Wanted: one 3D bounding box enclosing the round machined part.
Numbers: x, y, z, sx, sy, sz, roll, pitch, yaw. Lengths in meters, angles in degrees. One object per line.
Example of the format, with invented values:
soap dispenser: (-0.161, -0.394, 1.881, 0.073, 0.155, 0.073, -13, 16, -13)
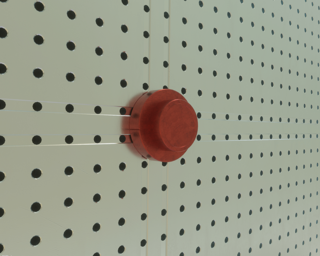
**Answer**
round machined part: (0.012, -0.003, 0.410, 0.099, 0.042, 0.097, 0, 90, -40)
